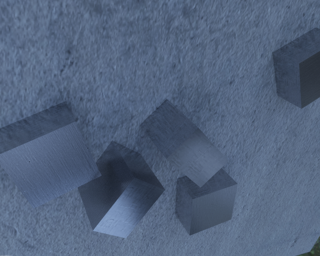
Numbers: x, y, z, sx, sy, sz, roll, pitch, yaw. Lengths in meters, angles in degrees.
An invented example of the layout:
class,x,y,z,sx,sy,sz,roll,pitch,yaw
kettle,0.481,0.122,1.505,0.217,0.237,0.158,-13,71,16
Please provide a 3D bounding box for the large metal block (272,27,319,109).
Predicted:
class,x,y,z,sx,sy,sz,roll,pitch,yaw
large metal block,0.220,-0.089,0.459,0.080,0.050,0.080,-31,129,-9

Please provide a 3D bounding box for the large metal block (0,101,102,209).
class,x,y,z,sx,sy,sz,roll,pitch,yaw
large metal block,-0.122,0.029,0.343,0.080,0.050,0.080,-25,128,-13

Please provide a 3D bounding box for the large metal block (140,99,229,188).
class,x,y,z,sx,sy,sz,roll,pitch,yaw
large metal block,0.031,0.019,0.402,0.050,0.080,0.080,-45,130,2

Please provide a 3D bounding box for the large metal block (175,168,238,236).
class,x,y,z,sx,sy,sz,roll,pitch,yaw
large metal block,0.073,0.117,0.506,0.081,0.050,0.079,-13,124,-22

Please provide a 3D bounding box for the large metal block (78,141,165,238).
class,x,y,z,sx,sy,sz,roll,pitch,yaw
large metal block,-0.052,0.076,0.391,0.050,0.080,0.080,31,101,-38
